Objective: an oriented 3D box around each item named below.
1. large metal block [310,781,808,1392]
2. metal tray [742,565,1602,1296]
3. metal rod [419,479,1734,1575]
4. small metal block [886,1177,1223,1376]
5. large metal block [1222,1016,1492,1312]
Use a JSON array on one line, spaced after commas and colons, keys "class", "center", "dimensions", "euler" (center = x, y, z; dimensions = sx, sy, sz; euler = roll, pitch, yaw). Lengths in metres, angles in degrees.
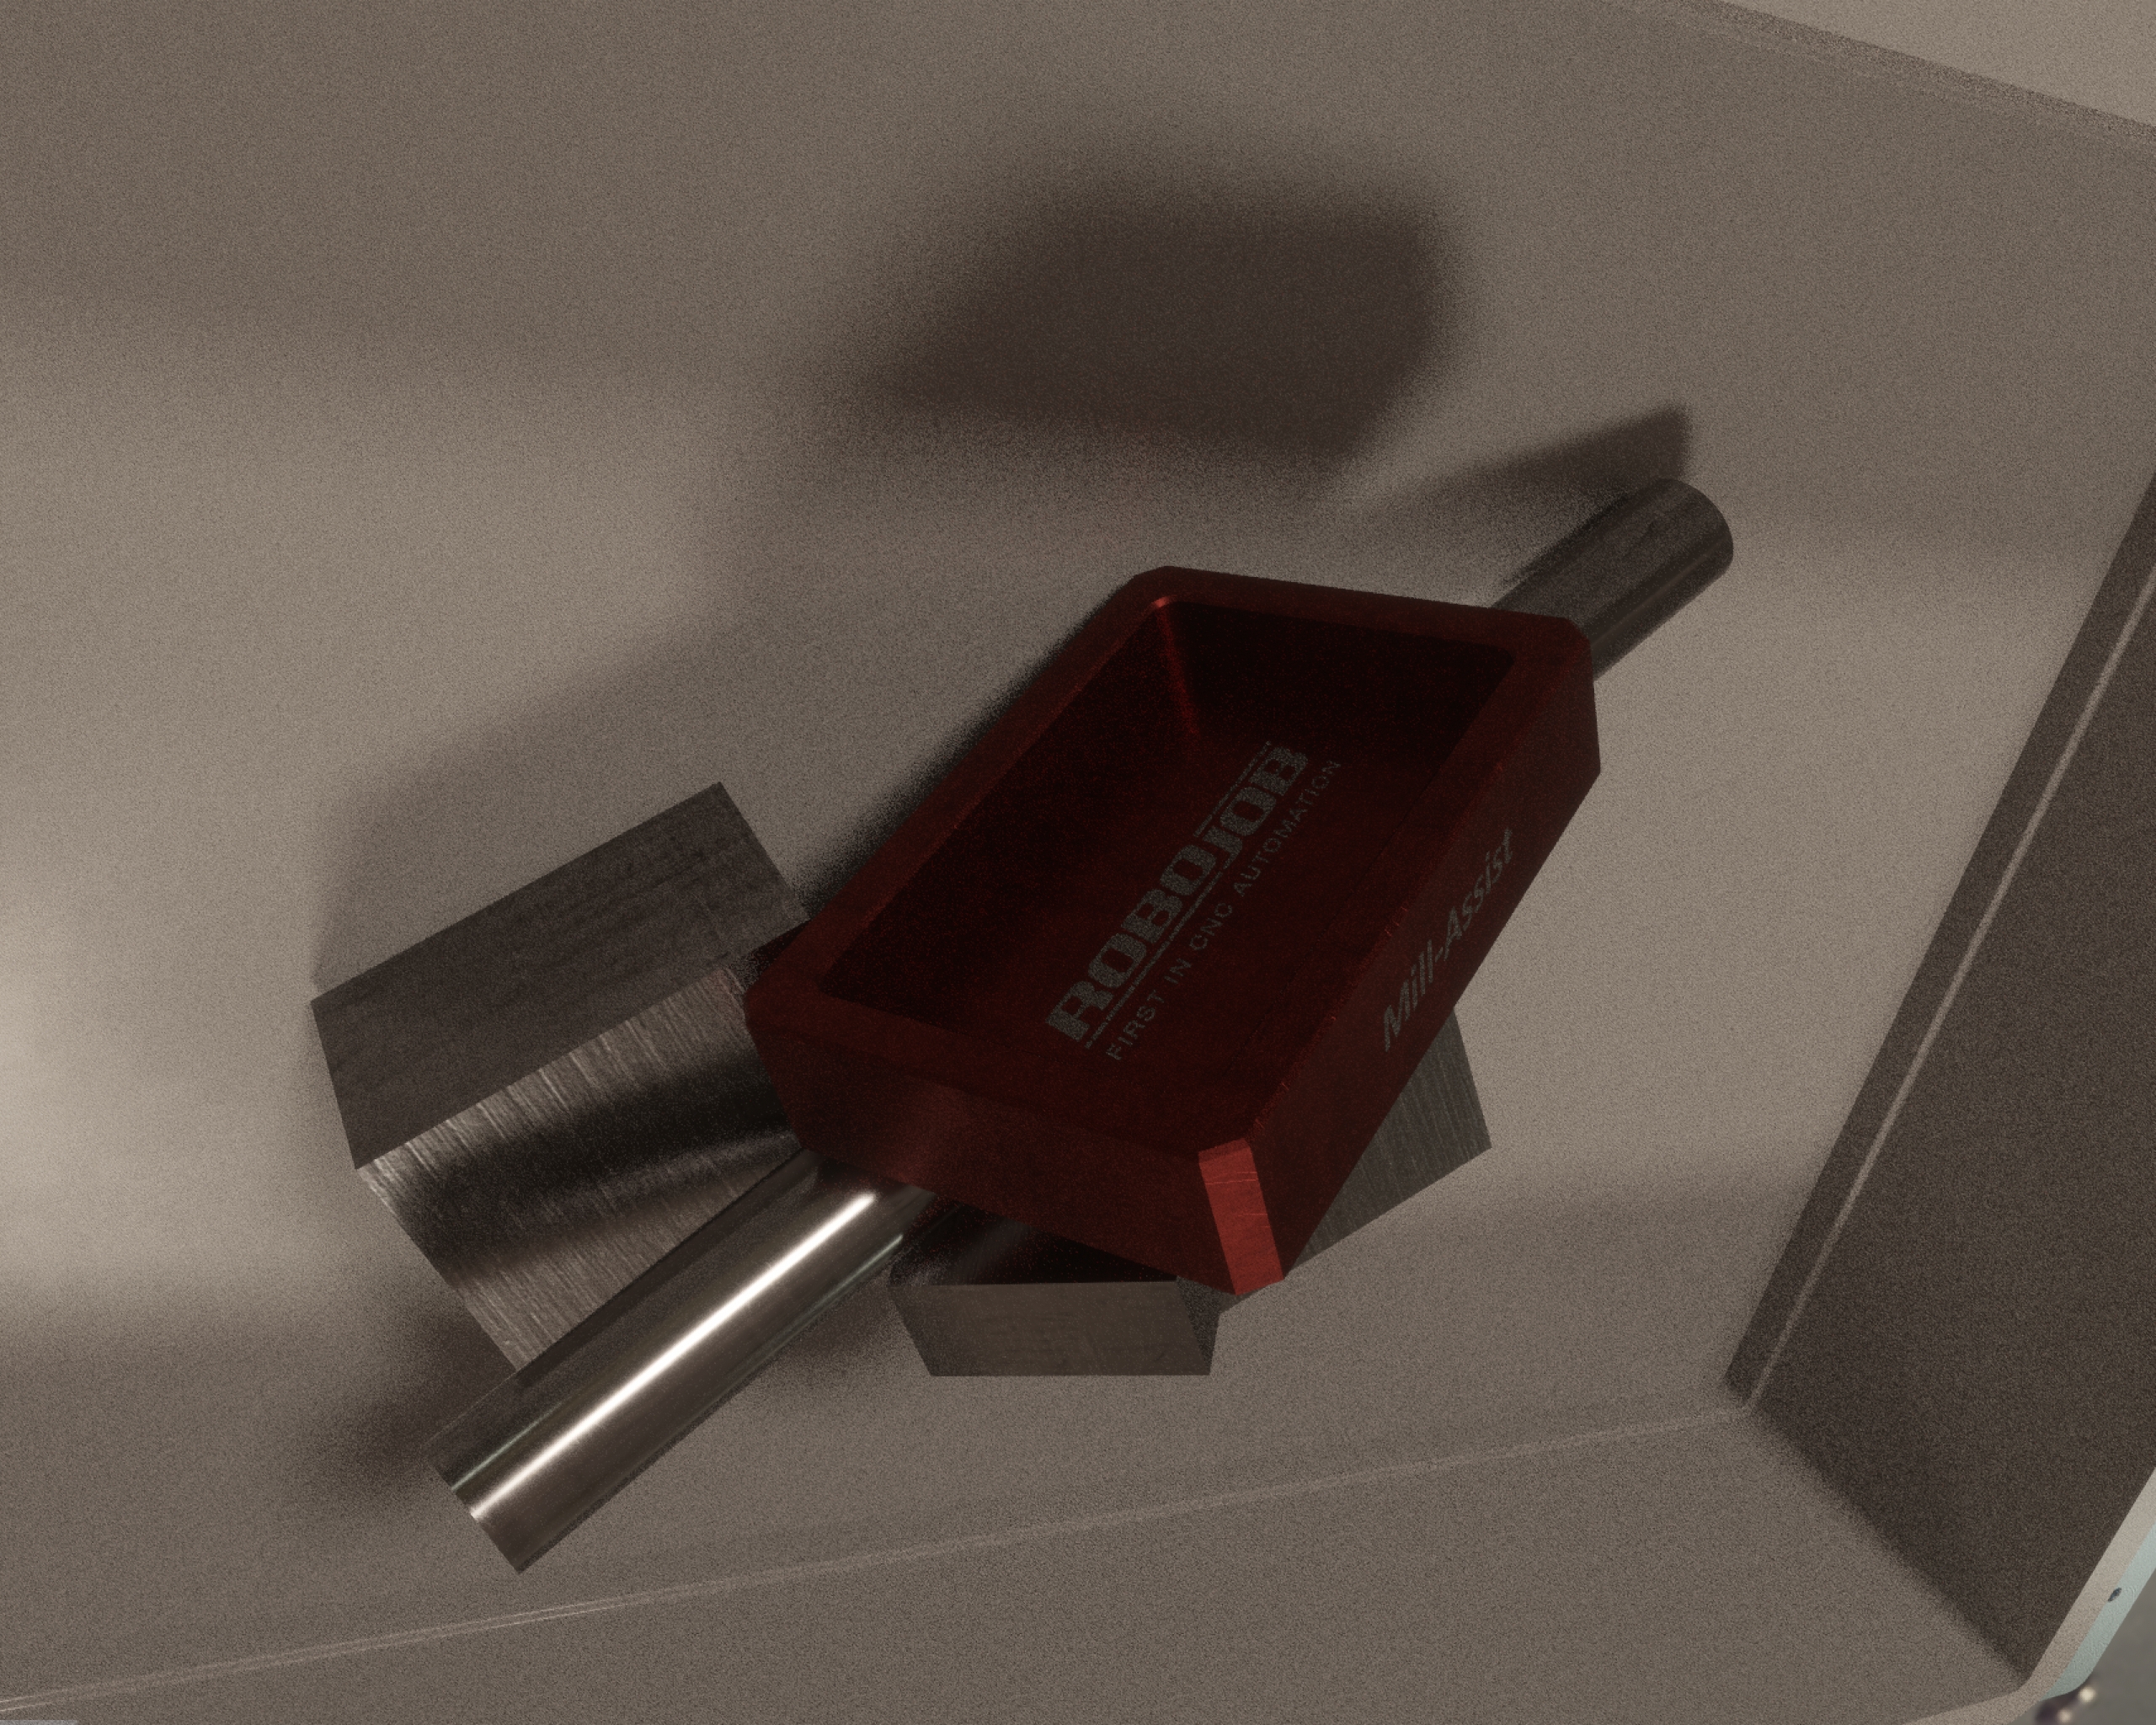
[{"class": "large metal block", "center": [-0.077, 0.046, 0.375], "dimensions": [0.080, 0.050, 0.080], "euler": [-30, 129, -10]}, {"class": "metal tray", "center": [0.020, 0.002, 0.344], "dimensions": [0.131, 0.090, 0.030], "euler": [-50, 139, -36]}, {"class": "metal rod", "center": [0.017, 0.015, 0.379], "dimensions": [0.302, 0.025, 0.025], "euler": [-38, 131, -23]}, {"class": "small metal block", "center": [0.000, 0.062, 0.368], "dimensions": [0.050, 0.050, 0.025], "euler": [-5, 129, 17]}, {"class": "large metal block", "center": [0.032, 0.040, 0.435], "dimensions": [0.080, 0.050, 0.080], "euler": [-30, 129, -10]}]
